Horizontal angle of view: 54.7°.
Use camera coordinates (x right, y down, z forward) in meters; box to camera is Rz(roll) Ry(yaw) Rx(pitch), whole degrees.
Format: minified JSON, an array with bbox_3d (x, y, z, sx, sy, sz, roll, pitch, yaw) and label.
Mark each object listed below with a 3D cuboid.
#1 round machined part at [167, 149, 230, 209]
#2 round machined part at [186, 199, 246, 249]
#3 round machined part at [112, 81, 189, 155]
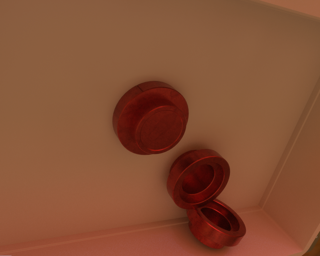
[{"bbox_3d":[0.054,0.072,0.472,0.099,0.042,0.097,-14,124,-21],"label":"round machined part"},{"bbox_3d":[0.086,0.156,0.505,0.099,0.098,0.042,15,111,-35],"label":"round machined part"},{"bbox_3d":[-0.006,-0.006,0.390,0.099,0.042,0.097,-14,124,-21],"label":"round machined part"}]
